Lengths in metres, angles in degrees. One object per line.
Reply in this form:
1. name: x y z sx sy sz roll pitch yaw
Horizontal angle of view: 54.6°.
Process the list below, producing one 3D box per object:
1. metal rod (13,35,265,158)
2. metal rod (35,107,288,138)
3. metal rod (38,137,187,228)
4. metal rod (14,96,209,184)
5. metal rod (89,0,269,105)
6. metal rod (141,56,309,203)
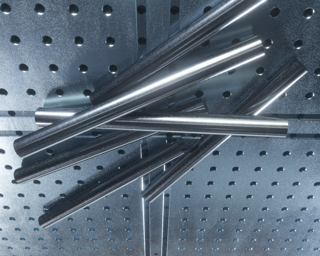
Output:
1. metal rod: -0.030 -0.032 0.355 0.301 0.025 0.025 -23 127 7
2. metal rod: -0.005 -0.008 0.377 0.301 0.025 0.025 2 131 8
3. metal rod: -0.087 0.095 0.491 0.300 0.025 0.025 -31 124 23
4. metal rod: -0.078 0.022 0.429 0.300 0.025 0.025 -21 127 16
5. metal rod: 0.042 -0.102 0.325 0.300 0.025 0.025 -30 124 23
6. metal rod: 0.070 0.019 0.427 0.025 0.025 0.299 30 124 -23
